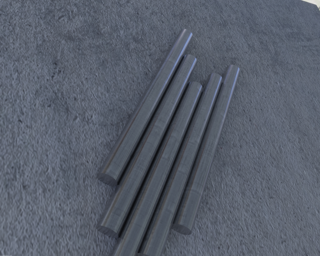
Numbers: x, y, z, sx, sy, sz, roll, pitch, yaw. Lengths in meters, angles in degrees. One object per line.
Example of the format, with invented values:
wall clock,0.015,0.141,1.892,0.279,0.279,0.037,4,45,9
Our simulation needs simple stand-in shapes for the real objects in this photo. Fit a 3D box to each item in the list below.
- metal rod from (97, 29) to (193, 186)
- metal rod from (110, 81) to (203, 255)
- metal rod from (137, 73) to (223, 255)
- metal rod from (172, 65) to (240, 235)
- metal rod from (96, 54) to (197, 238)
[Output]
metal rod,-0.007,-0.050,0.433,0.025,0.025,0.301,32,52,-8
metal rod,0.003,0.045,0.381,0.025,0.025,0.301,32,51,-8
metal rod,0.038,0.028,0.410,0.025,0.025,0.301,32,52,-8
metal rod,0.075,0.008,0.442,0.025,0.025,0.301,32,52,-8
metal rod,-0.003,-0.002,0.406,0.025,0.025,0.301,32,51,-8
